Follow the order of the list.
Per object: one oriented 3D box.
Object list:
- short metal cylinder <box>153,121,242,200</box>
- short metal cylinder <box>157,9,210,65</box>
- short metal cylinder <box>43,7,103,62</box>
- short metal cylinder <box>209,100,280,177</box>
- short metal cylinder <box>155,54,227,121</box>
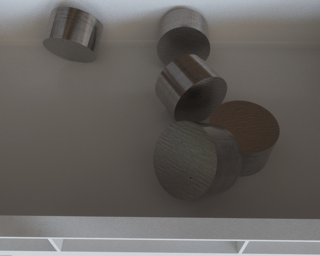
[{"bbox_3d":[0.039,0.034,0.332,0.050,0.080,0.080,5,36,-49],"label":"short metal cylinder"},{"bbox_3d":[0.037,-0.137,0.484,0.080,0.080,0.050,2,50,1],"label":"short metal cylinder"},{"bbox_3d":[-0.133,-0.141,0.478,0.080,0.080,0.050,8,78,7],"label":"short metal cylinder"},{"bbox_3d":[0.098,0.012,0.379,0.081,0.050,0.080,0,50,0],"label":"short metal cylinder"},{"bbox_3d":[0.041,-0.050,0.411,0.081,0.080,0.050,-23,54,-18],"label":"short metal cylinder"}]
